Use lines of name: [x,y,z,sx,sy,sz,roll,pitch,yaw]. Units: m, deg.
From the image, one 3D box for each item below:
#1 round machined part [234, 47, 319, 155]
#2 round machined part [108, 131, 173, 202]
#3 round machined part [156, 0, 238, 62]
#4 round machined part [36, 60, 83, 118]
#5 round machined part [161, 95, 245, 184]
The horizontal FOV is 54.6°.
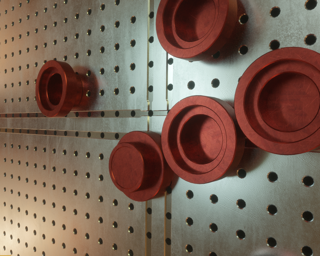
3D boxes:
round machined part: [0.125,-0.024,0.296,0.098,0.042,0.097,0,90,40]
round machined part: [-0.033,0.052,0.427,0.098,0.042,0.097,0,90,40]
round machined part: [0.046,-0.127,0.361,0.098,0.042,0.097,0,90,40]
round machined part: [-0.173,-0.067,0.543,0.098,0.042,0.097,0,90,40]
round machined part: [0.052,0.012,0.356,0.098,0.042,0.097,0,90,40]
